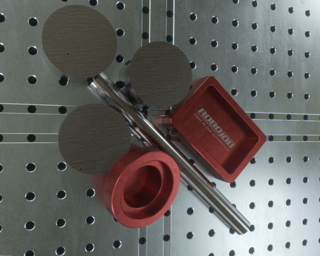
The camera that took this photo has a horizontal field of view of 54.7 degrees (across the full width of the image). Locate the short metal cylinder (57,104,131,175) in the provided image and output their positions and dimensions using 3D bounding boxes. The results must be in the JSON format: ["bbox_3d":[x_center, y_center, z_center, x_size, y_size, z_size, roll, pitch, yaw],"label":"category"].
[{"bbox_3d":[-0.080,0.012,0.369,0.081,0.050,0.080,0,90,-20],"label":"short metal cylinder"}]

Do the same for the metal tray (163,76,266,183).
[{"bbox_3d":[0.079,0.003,0.438,0.130,0.030,0.090,45,77,-15],"label":"metal tray"}]

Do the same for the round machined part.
[{"bbox_3d":[-0.026,0.069,0.383,0.099,0.042,0.097,-14,113,-35],"label":"round machined part"}]

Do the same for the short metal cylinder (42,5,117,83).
[{"bbox_3d":[-0.095,-0.096,0.364,0.081,0.050,0.080,0,90,-20],"label":"short metal cylinder"}]

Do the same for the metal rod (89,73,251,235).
[{"bbox_3d":[0.022,0.043,0.421,0.300,0.025,0.025,46,76,-14],"label":"metal rod"}]

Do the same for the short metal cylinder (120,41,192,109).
[{"bbox_3d":[-0.006,-0.065,0.396,0.081,0.050,0.080,0,90,-20],"label":"short metal cylinder"}]
